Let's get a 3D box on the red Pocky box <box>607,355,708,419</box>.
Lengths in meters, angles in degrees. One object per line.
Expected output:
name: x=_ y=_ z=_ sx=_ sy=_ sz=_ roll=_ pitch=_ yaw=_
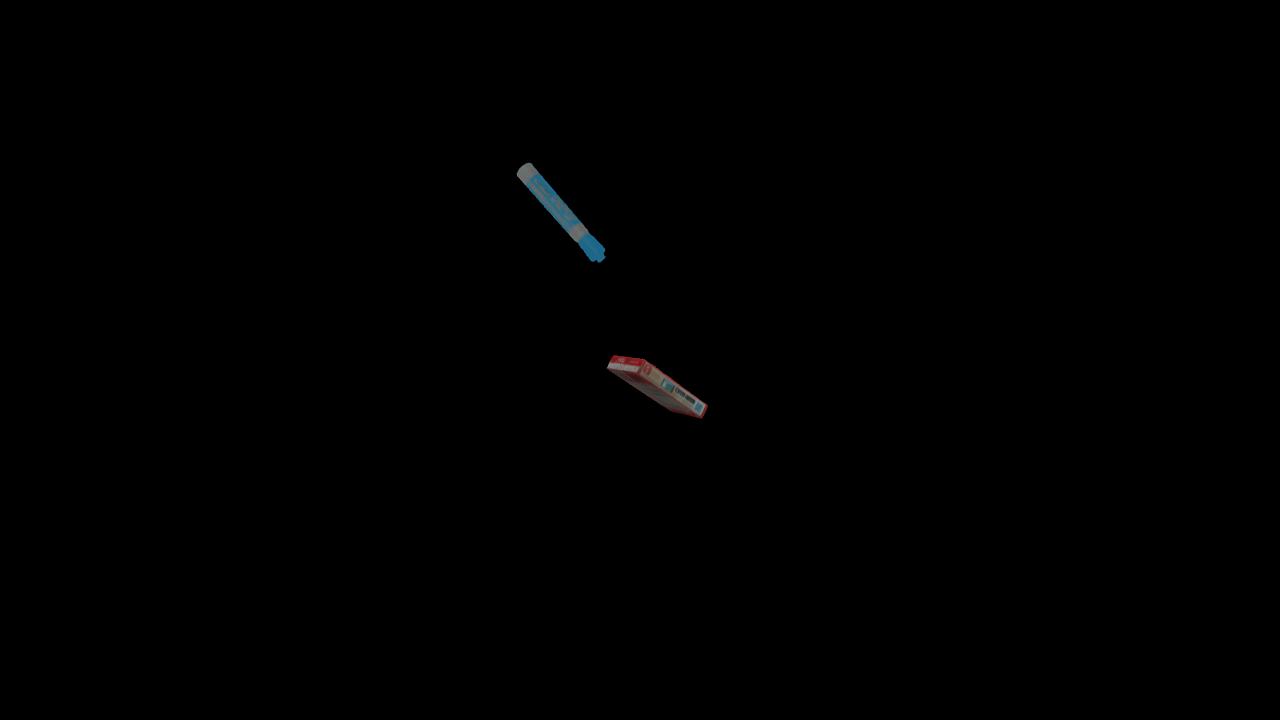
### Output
red Pocky box: x=0.028 y=0.042 z=0.956 sx=0.155 sy=0.028 sz=0.083 roll=36 pitch=-17 yaw=-35

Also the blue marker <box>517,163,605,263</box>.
blue marker: x=-0.076 y=-0.145 z=0.610 sx=0.020 sy=0.121 sz=0.020 roll=-41 pitch=-3 yaw=-3
